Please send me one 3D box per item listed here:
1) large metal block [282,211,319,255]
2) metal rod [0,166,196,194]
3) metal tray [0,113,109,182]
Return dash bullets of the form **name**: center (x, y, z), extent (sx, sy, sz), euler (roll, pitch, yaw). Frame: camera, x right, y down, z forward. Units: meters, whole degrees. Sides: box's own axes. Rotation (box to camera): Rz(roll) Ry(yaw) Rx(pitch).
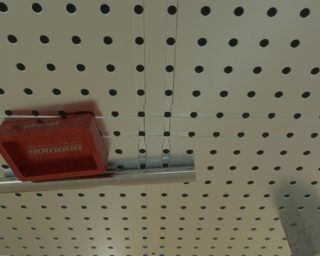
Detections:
- **large metal block**: center (0.279, 0.207, 0.557), extent (0.080, 0.080, 0.050), euler (21, 127, -18)
- **metal rod**: center (-0.097, 0.080, 0.478), extent (0.302, 0.025, 0.025), euler (-4, 130, 2)
- **metal tray**: center (-0.147, 0.030, 0.431), extent (0.131, 0.030, 0.089), euler (-7, 130, 5)
